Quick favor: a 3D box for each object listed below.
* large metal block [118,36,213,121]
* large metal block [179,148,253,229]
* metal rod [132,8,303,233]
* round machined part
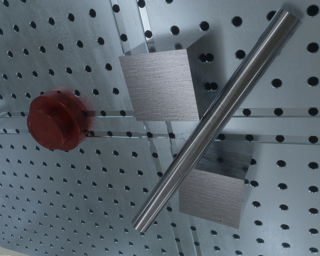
[{"bbox_3d":[0.009,-0.055,0.356,0.080,0.050,0.080,1,119,28],"label":"large metal block"},{"bbox_3d":[0.071,0.074,0.404,0.080,0.050,0.079,11,123,22],"label":"large metal block"},{"bbox_3d":[0.047,0.011,0.345,0.025,0.025,0.298,35,114,5],"label":"metal rod"},{"bbox_3d":[-0.167,-0.005,0.485,0.098,0.042,0.097,13,124,21],"label":"round machined part"}]
